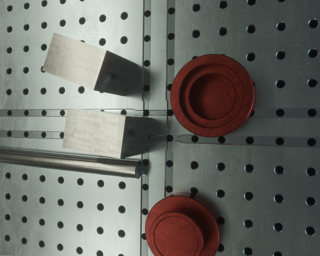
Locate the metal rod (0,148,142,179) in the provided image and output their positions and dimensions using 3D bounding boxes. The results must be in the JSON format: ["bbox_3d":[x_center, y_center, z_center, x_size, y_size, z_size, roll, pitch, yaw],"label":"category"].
[{"bbox_3d":[-0.171,0.049,0.472,0.301,0.025,0.025,3,91,19],"label":"metal rod"}]

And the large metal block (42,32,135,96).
[{"bbox_3d":[-0.092,-0.083,0.416,0.080,0.080,0.050,22,98,18],"label":"large metal block"}]

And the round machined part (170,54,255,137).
[{"bbox_3d":[0.066,-0.038,0.380,0.098,0.042,0.097,0,90,20],"label":"round machined part"}]

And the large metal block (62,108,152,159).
[{"bbox_3d":[-0.066,0.005,0.407,0.080,0.080,0.050,9,93,20],"label":"large metal block"}]

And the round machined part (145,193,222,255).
[{"bbox_3d":[0.026,0.135,0.394,0.098,0.042,0.097,0,90,20],"label":"round machined part"}]
